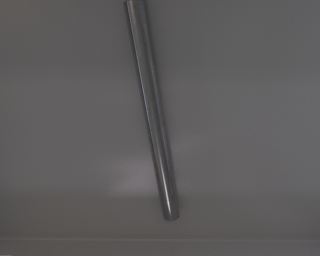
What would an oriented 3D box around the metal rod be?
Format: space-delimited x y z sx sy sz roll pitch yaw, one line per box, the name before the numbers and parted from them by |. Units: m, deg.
metal rod | -0.007 -0.009 0.407 0.025 0.025 0.298 -9 110 3
